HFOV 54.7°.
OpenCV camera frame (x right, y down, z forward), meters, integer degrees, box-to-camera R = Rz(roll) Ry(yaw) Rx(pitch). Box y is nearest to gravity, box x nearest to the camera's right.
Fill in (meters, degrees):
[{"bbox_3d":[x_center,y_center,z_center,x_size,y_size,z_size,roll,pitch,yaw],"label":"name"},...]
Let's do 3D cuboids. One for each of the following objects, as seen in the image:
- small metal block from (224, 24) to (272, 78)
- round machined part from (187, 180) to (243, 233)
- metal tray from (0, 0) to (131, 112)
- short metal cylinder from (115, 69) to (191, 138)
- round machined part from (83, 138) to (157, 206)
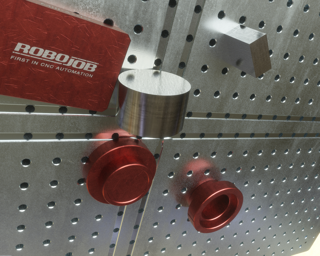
[{"bbox_3d":[0.113,-0.099,0.398,0.025,0.050,0.050,-33,129,-8],"label":"small metal block"},{"bbox_3d":[0.090,0.129,0.532,0.099,0.042,0.097,-14,125,-21],"label":"round machined part"},{"bbox_3d":[-0.105,-0.071,0.308,0.131,0.030,0.089,9,114,-33],"label":"metal tray"},{"bbox_3d":[-0.009,-0.030,0.353,0.081,0.080,0.050,-6,121,-26],"label":"short metal cylinder"},{"bbox_3d":[-0.049,0.065,0.415,0.099,0.042,0.097,-14,124,-21],"label":"round machined part"}]
